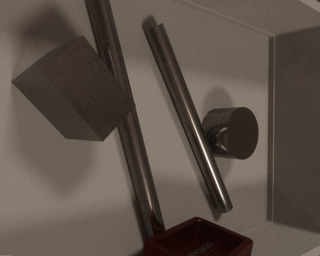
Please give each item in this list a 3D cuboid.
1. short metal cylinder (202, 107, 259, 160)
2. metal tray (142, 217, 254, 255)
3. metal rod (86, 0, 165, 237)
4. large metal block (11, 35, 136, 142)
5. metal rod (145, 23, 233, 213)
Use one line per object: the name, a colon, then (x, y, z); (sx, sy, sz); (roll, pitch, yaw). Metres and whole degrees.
short metal cylinder: (0.110, 0.008, 0.485); (0.081, 0.050, 0.079); (0, 90, -40)
metal tray: (0.050, 0.155, 0.387); (0.131, 0.090, 0.030); (1, 101, -55)
metal rod: (-0.037, -0.004, 0.376); (0.025, 0.025, 0.298); (-22, 104, -38)
large metal block: (-0.084, -0.034, 0.301); (0.050, 0.080, 0.080); (-52, 121, -28)
metal rod: (0.048, -0.001, 0.449); (0.025, 0.025, 0.299); (-37, 113, -34)
